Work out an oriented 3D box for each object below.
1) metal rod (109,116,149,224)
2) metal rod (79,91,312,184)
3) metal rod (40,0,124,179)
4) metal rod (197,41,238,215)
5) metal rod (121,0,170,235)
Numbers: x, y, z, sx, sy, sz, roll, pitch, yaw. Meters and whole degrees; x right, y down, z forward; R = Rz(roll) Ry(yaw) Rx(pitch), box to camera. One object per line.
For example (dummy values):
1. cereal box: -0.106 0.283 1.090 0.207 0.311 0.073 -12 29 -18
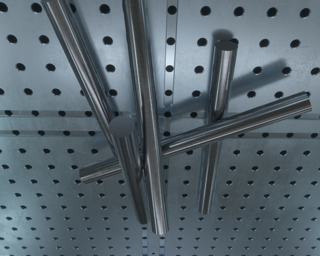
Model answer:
1. metal rod: -0.033 0.078 0.422 0.025 0.025 0.299 -2 148 1
2. metal rod: 0.032 0.018 0.393 0.301 0.025 0.025 -19 128 15
3. metal rod: -0.071 -0.017 0.396 0.025 0.025 0.299 -10 130 8
4. metal rod: 0.074 0.024 0.433 0.025 0.025 0.298 -1 130 0
5. metal rod: -0.013 0.002 0.361 0.025 0.025 0.298 -4 115 3
